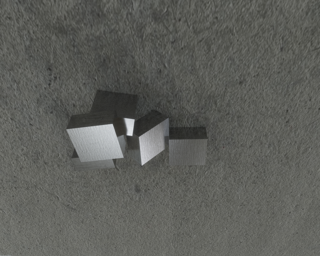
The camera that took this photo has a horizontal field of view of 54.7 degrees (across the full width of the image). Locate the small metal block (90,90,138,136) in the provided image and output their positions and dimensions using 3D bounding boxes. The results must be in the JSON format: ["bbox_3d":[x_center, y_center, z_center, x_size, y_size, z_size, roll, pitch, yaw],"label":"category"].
[{"bbox_3d":[-0.055,-0.019,0.373,0.050,0.050,0.025,8,128,-5],"label":"small metal block"}]

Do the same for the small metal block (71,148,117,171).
[{"bbox_3d":[-0.085,0.029,0.414,0.050,0.050,0.025,-7,130,5],"label":"small metal block"}]

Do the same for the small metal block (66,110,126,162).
[{"bbox_3d":[-0.070,0.010,0.349,0.050,0.025,0.050,-7,129,6],"label":"small metal block"}]

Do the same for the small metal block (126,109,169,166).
[{"bbox_3d":[-0.015,0.012,0.399,0.050,0.025,0.050,-34,140,-31],"label":"small metal block"}]

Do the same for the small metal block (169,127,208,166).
[{"bbox_3d":[0.037,0.026,0.429,0.050,0.025,0.050,-1,130,0],"label":"small metal block"}]
